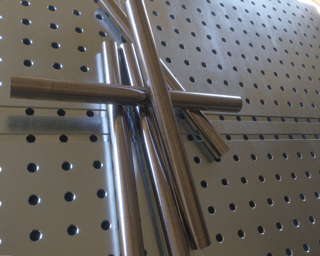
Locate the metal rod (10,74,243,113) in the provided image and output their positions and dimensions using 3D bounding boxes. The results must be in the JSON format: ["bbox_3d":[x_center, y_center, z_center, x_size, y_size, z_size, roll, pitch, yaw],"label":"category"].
[{"bbox_3d":[-0.020,-0.039,0.388,0.303,0.025,0.025,2,61,-28],"label":"metal rod"}]

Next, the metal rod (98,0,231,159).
[{"bbox_3d":[0.002,-0.082,0.460,0.025,0.025,0.299,-30,78,-38],"label":"metal rod"}]

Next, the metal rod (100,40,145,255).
[{"bbox_3d":[-0.048,0.015,0.373,0.025,0.025,0.299,4,60,-27],"label":"metal rod"}]

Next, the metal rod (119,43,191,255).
[{"bbox_3d":[-0.013,0.015,0.392,0.025,0.025,0.299,-1,62,-29],"label":"metal rod"}]

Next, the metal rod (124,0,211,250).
[{"bbox_3d":[0.007,-0.009,0.366,0.025,0.025,0.298,-12,85,-34],"label":"metal rod"}]
